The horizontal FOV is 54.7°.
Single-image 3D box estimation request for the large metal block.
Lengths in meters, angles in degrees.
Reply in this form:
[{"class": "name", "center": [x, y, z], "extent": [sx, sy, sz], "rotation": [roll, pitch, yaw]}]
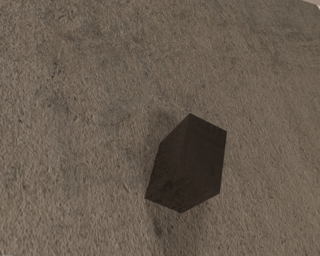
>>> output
[{"class": "large metal block", "center": [0.030, 0.043, 0.360], "extent": [0.050, 0.080, 0.080], "rotation": [26, 53, -13]}]
